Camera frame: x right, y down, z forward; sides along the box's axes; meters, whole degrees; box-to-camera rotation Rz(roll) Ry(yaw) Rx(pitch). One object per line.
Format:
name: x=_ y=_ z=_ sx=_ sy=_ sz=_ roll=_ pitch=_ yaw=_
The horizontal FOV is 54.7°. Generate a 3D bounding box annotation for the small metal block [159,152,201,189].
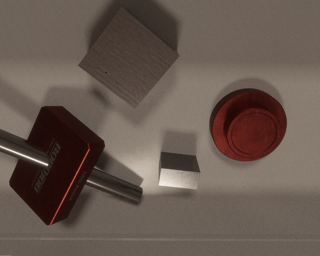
small metal block: x=0.025 y=0.057 z=0.419 sx=0.050 sy=0.050 sz=0.025 roll=7 pitch=110 yaw=-3

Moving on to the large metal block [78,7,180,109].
large metal block: x=-0.035 y=-0.083 z=0.367 sx=0.080 sy=0.050 sz=0.080 roll=38 pitch=105 yaw=-13

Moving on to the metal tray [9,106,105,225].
metal tray: x=-0.136 y=0.047 z=0.401 sx=0.090 sy=0.030 sz=0.129 roll=37 pitch=108 yaw=20

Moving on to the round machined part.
round machined part: x=0.117 y=0.000 z=0.404 sx=0.099 sy=0.042 sz=0.097 roll=0 pitch=110 yaw=-1

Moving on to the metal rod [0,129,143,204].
metal rod: x=-0.156 y=0.034 z=0.390 sx=0.301 sy=0.025 sz=0.025 roll=27 pitch=108 yaw=-22
